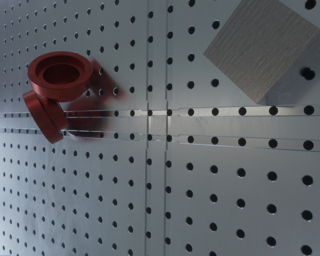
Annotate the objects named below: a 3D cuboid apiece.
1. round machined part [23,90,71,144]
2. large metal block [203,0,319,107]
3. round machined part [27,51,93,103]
[{"bbox_3d":[-0.190,-0.024,0.533,0.042,0.098,0.098,-29,69,-12],"label":"round machined part"},{"bbox_3d":[0.105,-0.078,0.307,0.080,0.050,0.080,51,120,27],"label":"large metal block"},{"bbox_3d":[-0.158,-0.079,0.502,0.098,0.099,0.042,47,147,29],"label":"round machined part"}]
